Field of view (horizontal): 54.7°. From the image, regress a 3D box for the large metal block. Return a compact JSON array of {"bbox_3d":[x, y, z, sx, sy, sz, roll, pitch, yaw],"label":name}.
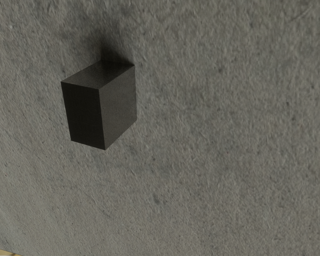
[{"bbox_3d":[-0.071,-0.032,0.388,0.050,0.080,0.079,14,124,20],"label":"large metal block"}]
